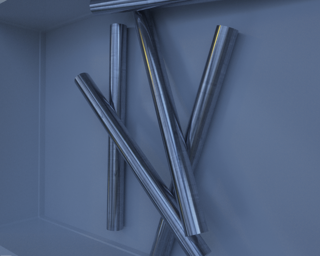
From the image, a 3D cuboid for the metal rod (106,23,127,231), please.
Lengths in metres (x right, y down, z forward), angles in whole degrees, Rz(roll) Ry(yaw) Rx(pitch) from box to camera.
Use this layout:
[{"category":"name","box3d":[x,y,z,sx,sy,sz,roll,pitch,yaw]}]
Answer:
[{"category":"metal rod","box3d":[-0.064,-0.001,0.456,0.025,0.025,0.298,2,91,39]}]

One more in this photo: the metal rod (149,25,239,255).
[{"category":"metal rod","box3d":[0.037,0.030,0.375,0.025,0.025,0.298,25,105,37]}]

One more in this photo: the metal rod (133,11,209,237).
[{"category":"metal rod","box3d":[0.006,-0.025,0.375,0.025,0.025,0.299,-29,65,36]}]

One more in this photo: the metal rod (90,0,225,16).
[{"category":"metal rod","box3d":[0.035,-0.156,0.356,0.300,0.025,0.025,7,95,33]}]

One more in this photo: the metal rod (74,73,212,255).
[{"category":"metal rod","box3d":[-0.036,0.033,0.400,0.025,0.025,0.300,-52,60,27]}]
